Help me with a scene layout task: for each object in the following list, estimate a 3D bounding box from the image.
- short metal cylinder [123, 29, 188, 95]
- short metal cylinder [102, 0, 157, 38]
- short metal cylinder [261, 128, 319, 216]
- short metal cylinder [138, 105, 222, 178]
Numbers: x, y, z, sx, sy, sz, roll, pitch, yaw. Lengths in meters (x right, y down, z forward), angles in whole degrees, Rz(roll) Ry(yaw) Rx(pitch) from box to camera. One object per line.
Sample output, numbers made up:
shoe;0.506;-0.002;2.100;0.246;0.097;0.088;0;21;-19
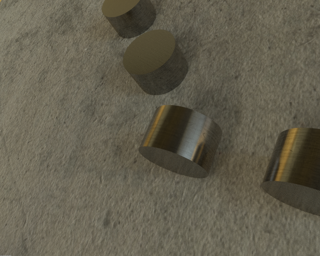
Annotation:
short metal cylinder;-0.006;-0.094;0.447;0.080;0.050;0.080;-13;56;20
short metal cylinder;-0.053;-0.204;0.539;0.080;0.050;0.080;-13;56;20
short metal cylinder;0.137;0.041;0.271;0.080;0.080;0.050;14;69;33
short metal cylinder;0.023;0.017;0.345;0.080;0.080;0.050;10;67;32
